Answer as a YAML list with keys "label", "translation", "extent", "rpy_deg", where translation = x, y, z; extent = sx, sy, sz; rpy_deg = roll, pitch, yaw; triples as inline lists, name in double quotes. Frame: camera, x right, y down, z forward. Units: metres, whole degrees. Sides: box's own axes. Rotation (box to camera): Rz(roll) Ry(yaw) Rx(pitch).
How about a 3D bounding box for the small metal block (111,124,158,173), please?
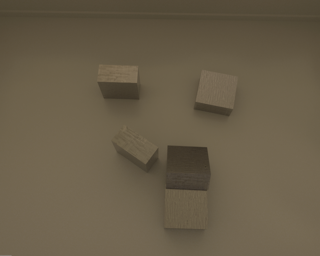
- label: "small metal block"
  translation: [-0.030, 0.027, 0.386]
  extent: [0.050, 0.050, 0.025]
  rpy_deg: [33, 74, 11]

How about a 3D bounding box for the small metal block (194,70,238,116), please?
- label: "small metal block"
  translation: [0.077, -0.048, 0.428]
  extent: [0.050, 0.025, 0.050]
  rpy_deg: [12, 70, 4]

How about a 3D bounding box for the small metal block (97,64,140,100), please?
- label: "small metal block"
  translation: [-0.054, -0.061, 0.418]
  extent: [0.050, 0.050, 0.025]
  rpy_deg: [2, 70, 0]

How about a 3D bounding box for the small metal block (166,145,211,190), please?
- label: "small metal block"
  translation: [0.033, 0.048, 0.380]
  extent: [0.050, 0.025, 0.050]
  rpy_deg: [3, 35, 0]

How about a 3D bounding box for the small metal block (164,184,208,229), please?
- label: "small metal block"
  translation: [0.031, 0.096, 0.375]
  extent: [0.050, 0.025, 0.050]
  rpy_deg: [2, 70, 0]
